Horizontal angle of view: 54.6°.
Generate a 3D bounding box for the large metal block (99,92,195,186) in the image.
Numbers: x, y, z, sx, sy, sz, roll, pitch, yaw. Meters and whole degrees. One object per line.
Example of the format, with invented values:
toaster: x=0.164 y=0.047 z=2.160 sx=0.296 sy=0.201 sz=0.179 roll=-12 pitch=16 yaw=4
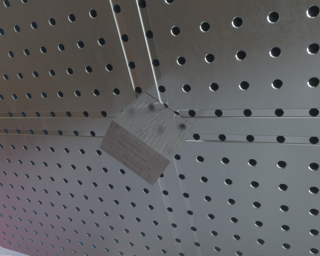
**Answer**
large metal block: x=-0.014 y=0.011 z=0.390 sx=0.080 sy=0.080 sz=0.050 roll=35 pitch=129 yaw=4
